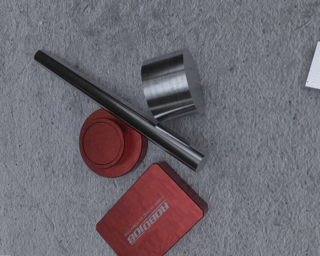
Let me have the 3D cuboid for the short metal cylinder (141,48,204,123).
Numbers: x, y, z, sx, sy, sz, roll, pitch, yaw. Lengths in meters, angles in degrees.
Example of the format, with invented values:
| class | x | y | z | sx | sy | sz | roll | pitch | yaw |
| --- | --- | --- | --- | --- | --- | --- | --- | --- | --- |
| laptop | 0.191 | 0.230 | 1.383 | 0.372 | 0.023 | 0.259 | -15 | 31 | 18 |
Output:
| class | x | y | z | sx | sy | sz | roll | pitch | yaw |
| --- | --- | --- | --- | --- | --- | --- | --- | --- | --- |
| short metal cylinder | 0.018 | -0.050 | 0.373 | 0.050 | 0.080 | 0.080 | -13 | 86 | 19 |

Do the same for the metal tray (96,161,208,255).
| class | x | y | z | sx | sy | sz | roll | pitch | yaw |
| --- | --- | --- | --- | --- | --- | --- | --- | --- | --- |
| metal tray | -0.012 | 0.119 | 0.410 | 0.090 | 0.030 | 0.130 | 45 | 103 | 14 |

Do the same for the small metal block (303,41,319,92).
| class | x | y | z | sx | sy | sz | roll | pitch | yaw |
| --- | --- | --- | --- | --- | --- | --- | --- | --- | --- |
| small metal block | 0.193 | -0.064 | 0.341 | 0.050 | 0.025 | 0.050 | 16 | 95 | 19 |

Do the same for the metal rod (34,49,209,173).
| class | x | y | z | sx | sy | sz | roll | pitch | yaw |
| --- | --- | --- | --- | --- | --- | --- | --- | --- | --- |
| metal rod | -0.067 | -0.035 | 0.407 | 0.300 | 0.025 | 0.025 | 33 | 101 | 25 |

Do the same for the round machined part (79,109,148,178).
| class | x | y | z | sx | sy | sz | roll | pitch | yaw |
| --- | --- | --- | --- | --- | --- | --- | --- | --- | --- |
| round machined part | -0.070 | 0.020 | 0.423 | 0.098 | 0.042 | 0.097 | 0 | 90 | 19 |
